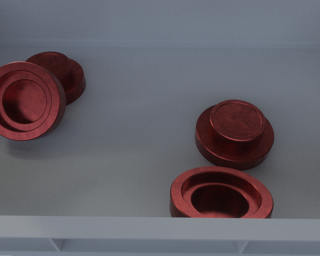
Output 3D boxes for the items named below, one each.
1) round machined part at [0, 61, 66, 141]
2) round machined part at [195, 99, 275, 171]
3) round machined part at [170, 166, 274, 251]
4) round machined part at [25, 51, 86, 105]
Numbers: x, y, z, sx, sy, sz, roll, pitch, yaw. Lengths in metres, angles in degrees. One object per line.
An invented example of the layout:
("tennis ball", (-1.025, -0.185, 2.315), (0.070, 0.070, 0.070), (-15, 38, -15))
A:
("round machined part", (-0.169, -0.033, 0.399), (0.099, 0.042, 0.097), (0, 91, 2))
("round machined part", (0.095, 0.002, 0.393), (0.099, 0.042, 0.098), (0, 50, 0))
("round machined part", (0.059, 0.082, 0.310), (0.099, 0.042, 0.098), (1, 25, 0))
("round machined part", (-0.163, -0.076, 0.457), (0.099, 0.042, 0.098), (0, 50, 0))
